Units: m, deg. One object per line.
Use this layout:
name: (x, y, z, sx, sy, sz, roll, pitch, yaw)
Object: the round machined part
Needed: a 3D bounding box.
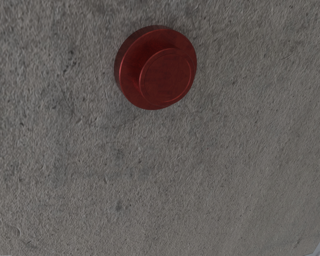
round machined part: (0.001, -0.064, 0.356, 0.099, 0.042, 0.097, -14, 124, -21)
